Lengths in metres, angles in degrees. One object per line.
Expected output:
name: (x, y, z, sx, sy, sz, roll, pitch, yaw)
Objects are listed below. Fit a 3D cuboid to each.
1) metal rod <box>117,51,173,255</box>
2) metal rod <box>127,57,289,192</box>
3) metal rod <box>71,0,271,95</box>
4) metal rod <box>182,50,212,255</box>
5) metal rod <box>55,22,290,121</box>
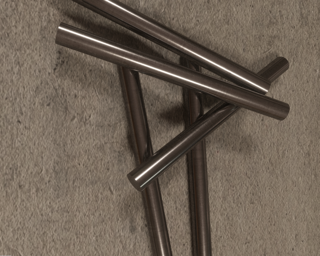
metal rod: (-0.018, 0.050, 0.403, 0.025, 0.025, 0.298, -12, 94, -20)
metal rod: (0.080, -0.019, 0.416, 0.302, 0.025, 0.025, -37, 102, -26)
metal rod: (0.008, -0.115, 0.392, 0.302, 0.025, 0.025, 24, 82, -11)
metal rod: (0.052, 0.041, 0.429, 0.025, 0.025, 0.298, -4, 92, -20)
metal rod: (0.026, -0.064, 0.384, 0.302, 0.025, 0.025, 17, 84, -13)
